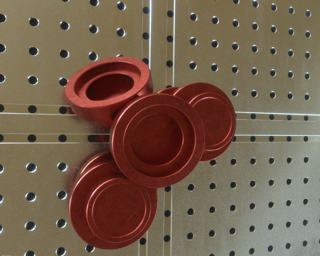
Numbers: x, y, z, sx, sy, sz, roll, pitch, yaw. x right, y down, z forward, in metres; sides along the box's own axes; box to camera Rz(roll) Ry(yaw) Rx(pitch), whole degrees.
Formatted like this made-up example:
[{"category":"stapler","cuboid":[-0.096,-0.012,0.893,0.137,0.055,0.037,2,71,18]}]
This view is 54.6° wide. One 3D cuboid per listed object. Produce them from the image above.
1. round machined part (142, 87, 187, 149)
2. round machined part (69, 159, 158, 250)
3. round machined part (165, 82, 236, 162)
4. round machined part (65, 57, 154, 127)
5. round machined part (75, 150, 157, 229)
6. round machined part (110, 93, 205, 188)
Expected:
[{"category":"round machined part","cuboid":[0.023,-0.003,0.390,0.099,0.042,0.097,0,90,-20]},{"category":"round machined part","cuboid":[-0.048,0.085,0.340,0.099,0.042,0.097,0,90,-20]},{"category":"round machined part","cuboid":[0.051,-0.007,0.376,0.099,0.042,0.097,0,89,-20]},{"category":"round machined part","cuboid":[-0.056,-0.039,0.362,0.099,0.098,0.042,-29,135,-18]},{"category":"round machined part","cuboid":[-0.049,0.075,0.363,0.099,0.042,0.097,0,90,-20]},{"category":"round machined part","cuboid":[-0.005,0.011,0.333,0.099,0.042,0.097,-3,99,-17]}]
